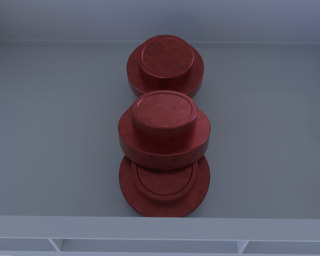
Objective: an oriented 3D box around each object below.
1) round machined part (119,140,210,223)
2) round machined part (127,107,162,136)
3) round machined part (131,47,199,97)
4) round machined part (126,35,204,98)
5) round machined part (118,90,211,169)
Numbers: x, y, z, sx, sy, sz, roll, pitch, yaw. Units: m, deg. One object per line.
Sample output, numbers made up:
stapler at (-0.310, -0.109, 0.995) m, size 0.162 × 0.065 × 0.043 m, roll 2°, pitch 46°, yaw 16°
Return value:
round machined part at (0.005, 0.049, 0.333) m, size 0.099 × 0.042 × 0.098 m, roll 0°, pitch 65°, yaw 0°
round machined part at (0.003, -0.013, 0.403) m, size 0.099 × 0.042 × 0.098 m, roll 0°, pitch 49°, yaw 0°
round machined part at (0.007, -0.086, 0.450) m, size 0.099 × 0.042 × 0.098 m, roll 0°, pitch 34°, yaw 0°
round machined part at (0.007, -0.078, 0.391) m, size 0.099 × 0.042 × 0.098 m, roll 0°, pitch 62°, yaw 0°
round machined part at (0.005, -0.005, 0.330) m, size 0.099 × 0.042 × 0.098 m, roll 0°, pitch 39°, yaw 0°
